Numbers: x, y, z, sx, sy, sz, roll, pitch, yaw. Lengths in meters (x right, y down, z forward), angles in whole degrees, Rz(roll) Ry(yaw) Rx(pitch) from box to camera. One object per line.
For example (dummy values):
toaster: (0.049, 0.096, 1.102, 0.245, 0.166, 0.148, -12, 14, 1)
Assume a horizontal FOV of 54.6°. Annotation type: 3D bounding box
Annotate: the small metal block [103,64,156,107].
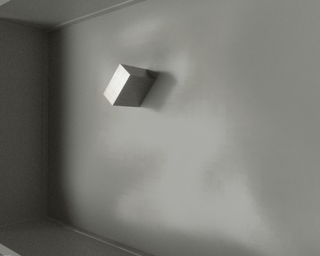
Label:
small metal block: (-0.041, -0.057, 0.426, 0.025, 0.050, 0.050, 49, 119, 29)
